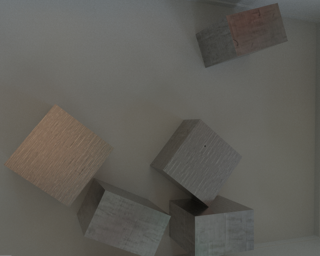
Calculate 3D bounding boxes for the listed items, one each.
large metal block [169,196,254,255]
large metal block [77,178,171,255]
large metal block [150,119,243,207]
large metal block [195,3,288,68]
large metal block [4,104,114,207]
[{"bbox_3d":[0.064,0.125,0.405,0.081,0.080,0.050,0,91,-20],"label":"large metal block"},{"bbox_3d":[-0.046,0.103,0.364,0.080,0.080,0.050,27,81,-18],"label":"large metal block"},{"bbox_3d":[0.048,0.044,0.415,0.080,0.050,0.080,41,77,-16],"label":"large metal block"},{"bbox_3d":[0.108,-0.123,0.421,0.081,0.080,0.050,-20,97,-19],"label":"large metal block"},{"bbox_3d":[-0.113,0.030,0.355,0.080,0.050,0.080,40,77,-16],"label":"large metal block"}]
